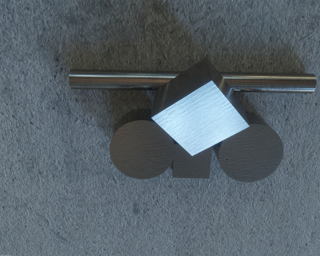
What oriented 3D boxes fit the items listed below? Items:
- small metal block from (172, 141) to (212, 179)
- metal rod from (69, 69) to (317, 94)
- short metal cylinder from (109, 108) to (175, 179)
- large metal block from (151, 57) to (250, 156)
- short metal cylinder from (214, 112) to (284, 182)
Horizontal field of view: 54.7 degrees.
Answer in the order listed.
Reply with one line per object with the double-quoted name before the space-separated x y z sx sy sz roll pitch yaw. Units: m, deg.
"small metal block" 0.043 0.041 0.427 0.050 0.025 0.050 2 110 -1
"metal rod" 0.041 -0.059 0.389 0.302 0.025 0.025 1 110 -1
"short metal cylinder" -0.022 0.019 0.404 0.081 0.050 0.079 0 110 0
"large metal block" 0.047 -0.023 0.371 0.080 0.050 0.080 -31 124 24
"short metal cylinder" 0.113 0.024 0.407 0.081 0.050 0.079 0 110 0
